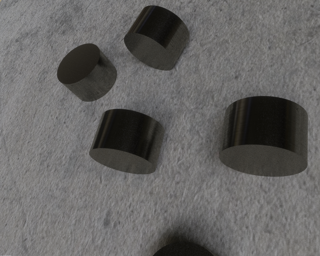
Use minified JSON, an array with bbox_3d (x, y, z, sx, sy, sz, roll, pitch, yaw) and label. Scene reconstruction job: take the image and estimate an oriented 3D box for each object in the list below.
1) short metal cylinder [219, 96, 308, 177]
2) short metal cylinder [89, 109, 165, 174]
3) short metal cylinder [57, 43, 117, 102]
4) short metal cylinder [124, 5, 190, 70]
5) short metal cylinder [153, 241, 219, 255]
[{"bbox_3d":[0.103,0.011,0.308,0.080,0.080,0.050,-1,62,27],"label":"short metal cylinder"},{"bbox_3d":[-0.039,0.019,0.376,0.080,0.080,0.050,0,62,28],"label":"short metal cylinder"},{"bbox_3d":[-0.117,-0.090,0.502,0.080,0.050,0.080,-13,56,20],"label":"short metal cylinder"},{"bbox_3d":[-0.004,-0.128,0.448,0.080,0.080,0.050,18,71,34],"label":"short metal cylinder"},{"bbox_3d":[0.028,0.149,0.281,0.080,0.050,0.080,-13,56,20],"label":"short metal cylinder"}]
